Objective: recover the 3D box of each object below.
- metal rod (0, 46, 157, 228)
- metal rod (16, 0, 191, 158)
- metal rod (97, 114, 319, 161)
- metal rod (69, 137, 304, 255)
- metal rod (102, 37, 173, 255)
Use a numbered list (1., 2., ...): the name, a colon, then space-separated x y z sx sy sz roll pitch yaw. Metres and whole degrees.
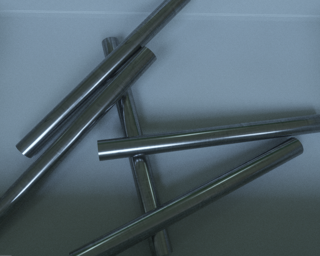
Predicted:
1. metal rod: -0.112 0.012 0.386 0.025 0.025 0.300 39 80 12
2. metal rod: -0.071 -0.077 0.411 0.025 0.025 0.300 43 84 13
3. metal rod: 0.076 0.010 0.391 0.302 0.025 0.025 -7 70 -9
4. metal rod: 0.045 0.081 0.360 0.302 0.025 0.025 -24 72 -17
5. metal rod: -0.035 0.010 0.405 0.025 0.025 0.299 -14 71 -5
